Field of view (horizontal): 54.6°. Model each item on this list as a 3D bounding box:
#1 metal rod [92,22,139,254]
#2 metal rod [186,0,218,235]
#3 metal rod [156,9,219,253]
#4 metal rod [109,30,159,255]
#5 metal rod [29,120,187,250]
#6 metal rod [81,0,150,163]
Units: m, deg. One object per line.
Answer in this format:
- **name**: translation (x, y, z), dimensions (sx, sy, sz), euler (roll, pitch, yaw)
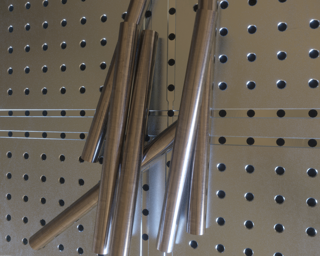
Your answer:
- **metal rod**: translation (-0.059, 0.014, 0.406), dimensions (0.025, 0.025, 0.298), euler (8, 92, 20)
- **metal rod**: translation (0.053, -0.017, 0.393), dimensions (0.025, 0.025, 0.298), euler (3, 91, 20)
- **metal rod**: translation (0.030, 0.013, 0.379), dimensions (0.025, 0.025, 0.298), euler (14, 103, 19)
- **metal rod**: translation (-0.033, 0.020, 0.400), dimensions (0.025, 0.025, 0.299), euler (5, 83, 20)
- **metal rod**: translation (-0.080, 0.088, 0.441), dimensions (0.300, 0.025, 0.025), euler (-39, 78, 15)
- **metal rod**: translation (-0.054, -0.095, 0.432), dimensions (0.025, 0.025, 0.298), euler (21, 97, 19)
